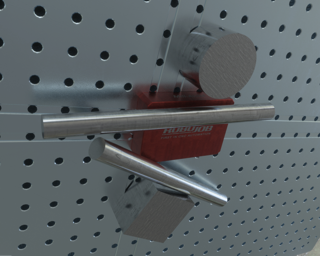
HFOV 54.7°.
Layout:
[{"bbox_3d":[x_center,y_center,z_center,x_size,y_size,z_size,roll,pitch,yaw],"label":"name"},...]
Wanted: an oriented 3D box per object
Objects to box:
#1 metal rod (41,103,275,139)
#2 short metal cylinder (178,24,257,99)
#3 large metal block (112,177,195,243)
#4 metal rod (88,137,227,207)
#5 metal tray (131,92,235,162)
[{"bbox_3d":[0.019,-0.012,0.374,0.303,0.025,0.025,-5,121,-26],"label":"metal rod"},{"bbox_3d":[0.070,-0.082,0.382,0.081,0.050,0.079,-14,124,-21],"label":"short metal cylinder"},{"bbox_3d":[-0.009,0.118,0.463,0.080,0.050,0.080,29,102,-38],"label":"large metal block"},{"bbox_3d":[0.020,0.074,0.439,0.025,0.025,0.301,-51,138,8],"label":"metal rod"},{"bbox_3d":[0.031,-0.003,0.424,0.131,0.030,0.089,-5,121,-26],"label":"metal tray"}]
